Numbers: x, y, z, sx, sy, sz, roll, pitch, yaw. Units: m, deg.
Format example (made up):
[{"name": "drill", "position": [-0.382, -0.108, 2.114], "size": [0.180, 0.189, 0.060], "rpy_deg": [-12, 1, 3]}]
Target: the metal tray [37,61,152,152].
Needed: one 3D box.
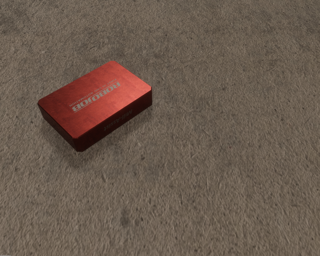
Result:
[{"name": "metal tray", "position": [-0.086, -0.035, 0.429], "size": [0.131, 0.030, 0.090], "rpy_deg": [-37, 59, -27]}]
